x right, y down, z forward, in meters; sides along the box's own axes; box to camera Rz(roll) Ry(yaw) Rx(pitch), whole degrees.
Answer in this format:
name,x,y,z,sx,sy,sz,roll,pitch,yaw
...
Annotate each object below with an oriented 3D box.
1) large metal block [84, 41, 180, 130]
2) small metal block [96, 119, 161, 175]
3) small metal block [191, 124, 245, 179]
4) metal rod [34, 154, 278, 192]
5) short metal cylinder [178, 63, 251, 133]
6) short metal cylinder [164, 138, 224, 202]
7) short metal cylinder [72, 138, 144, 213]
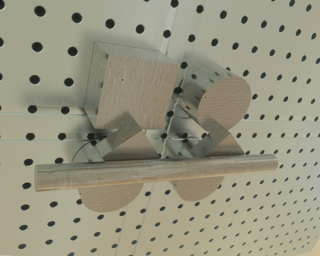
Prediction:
name,x,y,z,sx,sy,sz,roll,pitch,yaw
large metal block,-0.034,-0.045,0.348,0.081,0.050,0.079,1,118,-29
small metal block,-0.034,0.027,0.344,0.050,0.025,0.050,-35,129,-6
small metal block,0.077,0.031,0.408,0.050,0.025,0.050,-42,130,1
metal rod,0.020,0.047,0.353,0.303,0.025,0.025,1,118,-29
short metal cylinder,0.072,-0.040,0.409,0.081,0.050,0.079,-14,124,-21
short metal cylinder,0.050,0.062,0.460,0.081,0.050,0.079,-14,124,-21
short metal cylinder,-0.067,0.060,0.394,0.081,0.050,0.079,-14,124,-21
